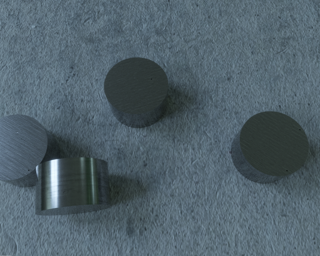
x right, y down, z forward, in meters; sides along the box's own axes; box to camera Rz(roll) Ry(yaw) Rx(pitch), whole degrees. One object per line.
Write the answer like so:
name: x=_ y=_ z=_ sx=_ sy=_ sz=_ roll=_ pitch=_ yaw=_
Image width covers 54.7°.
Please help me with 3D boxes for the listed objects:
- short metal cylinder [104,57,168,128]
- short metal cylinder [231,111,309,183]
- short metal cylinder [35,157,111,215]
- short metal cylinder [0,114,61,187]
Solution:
short metal cylinder: x=-0.030 y=-0.046 z=0.411 sx=0.081 sy=0.050 sz=0.080 roll=0 pitch=70 yaw=0
short metal cylinder: x=0.134 y=0.025 z=0.386 sx=0.081 sy=0.050 sz=0.080 roll=0 pitch=70 yaw=0
short metal cylinder: x=-0.098 y=0.068 z=0.353 sx=0.081 sy=0.080 sz=0.050 roll=-7 pitch=70 yaw=-3
short metal cylinder: x=-0.171 y=0.029 z=0.383 sx=0.081 sy=0.050 sz=0.080 roll=0 pitch=70 yaw=0
